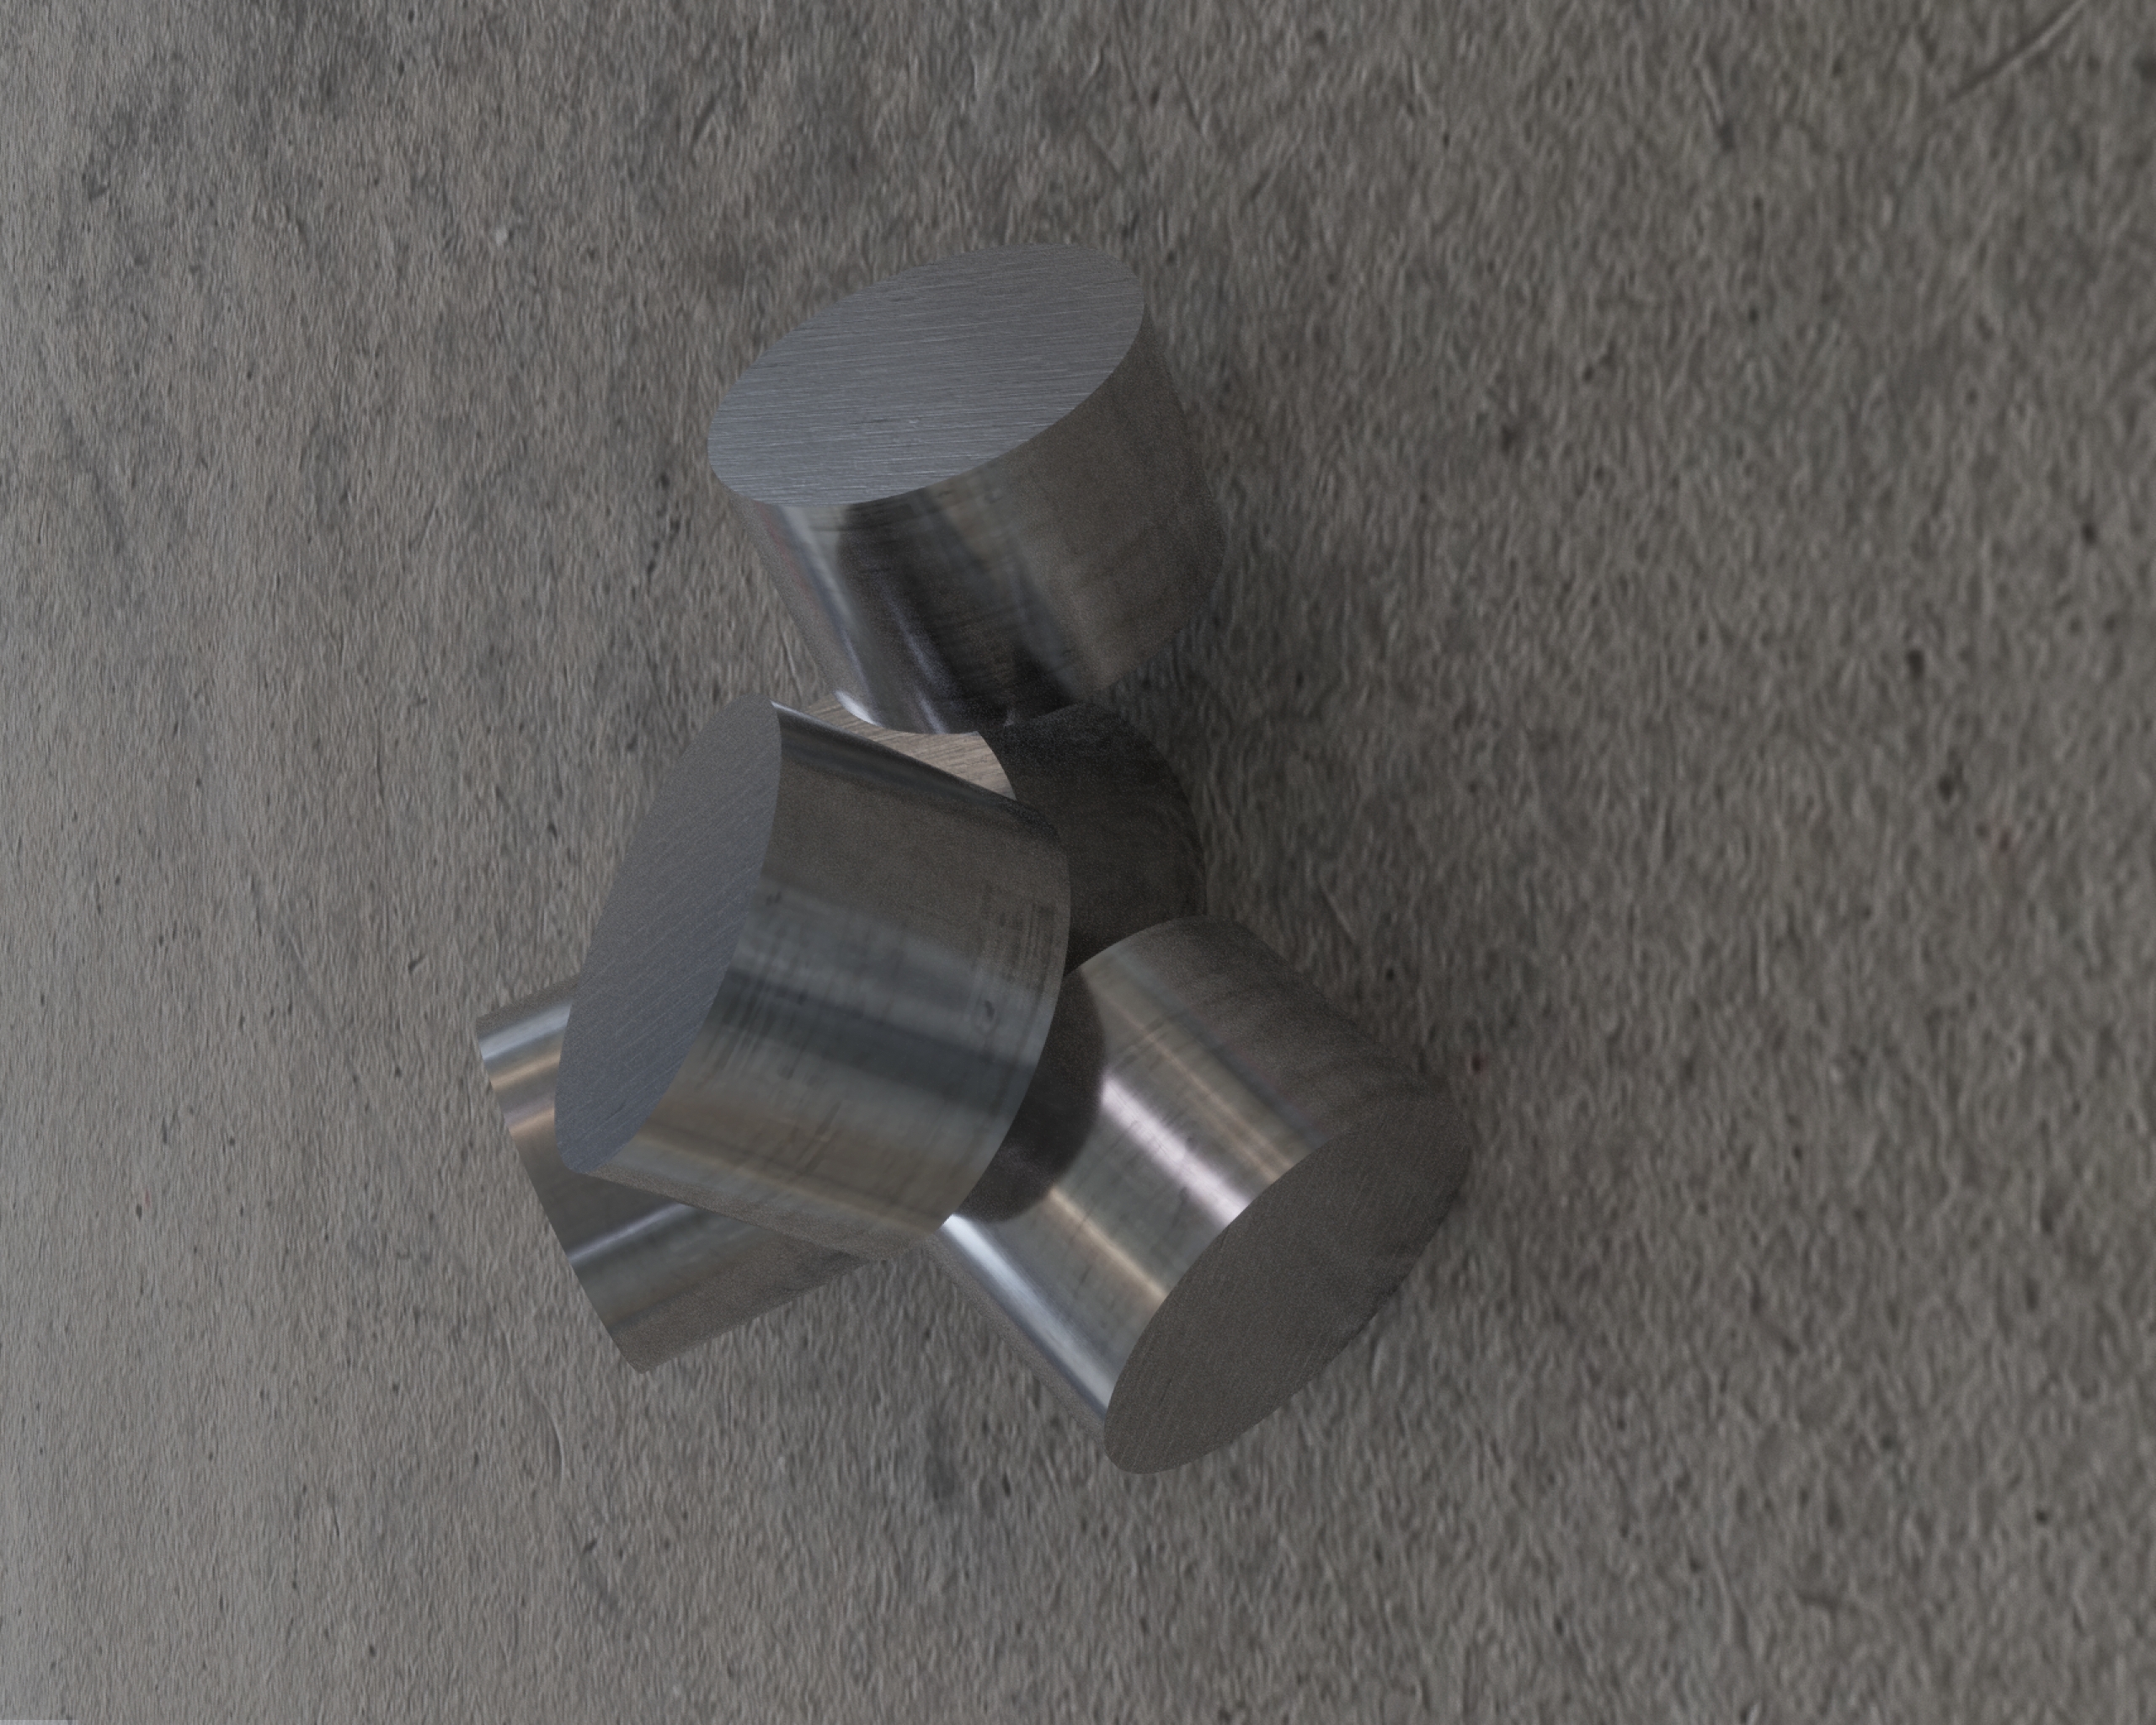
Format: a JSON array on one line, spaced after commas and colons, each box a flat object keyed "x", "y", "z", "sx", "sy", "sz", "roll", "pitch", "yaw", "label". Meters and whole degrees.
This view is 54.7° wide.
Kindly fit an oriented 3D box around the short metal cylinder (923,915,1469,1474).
[{"x": 0.019, "y": 0.056, "z": 0.353, "sx": 0.050, "sy": 0.081, "sz": 0.080, "roll": 42, "pitch": 116, "yaw": 32, "label": "short metal cylinder"}]

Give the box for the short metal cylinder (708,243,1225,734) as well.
[{"x": -0.019, "y": -0.068, "z": 0.377, "sx": 0.080, "sy": 0.080, "sz": 0.050, "roll": 18, "pitch": 145, "yaw": 38, "label": "short metal cylinder"}]

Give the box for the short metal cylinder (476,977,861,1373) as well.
[{"x": -0.083, "y": 0.057, "z": 0.430, "sx": 0.080, "sy": 0.050, "sz": 0.080, "roll": 61, "pitch": 168, "yaw": 22, "label": "short metal cylinder"}]

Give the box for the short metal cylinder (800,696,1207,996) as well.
[{"x": -0.022, "y": 0.006, "z": 0.407, "sx": 0.080, "sy": 0.050, "sz": 0.080, "roll": 0, "pitch": 90, "yaw": 40, "label": "short metal cylinder"}]

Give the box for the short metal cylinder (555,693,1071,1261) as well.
[{"x": -0.044, "y": 0.019, "z": 0.338, "sx": 0.080, "sy": 0.050, "sz": 0.080, "roll": -44, "pitch": 34, "yaw": 40, "label": "short metal cylinder"}]
